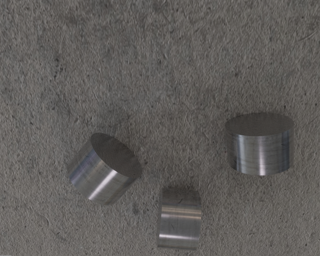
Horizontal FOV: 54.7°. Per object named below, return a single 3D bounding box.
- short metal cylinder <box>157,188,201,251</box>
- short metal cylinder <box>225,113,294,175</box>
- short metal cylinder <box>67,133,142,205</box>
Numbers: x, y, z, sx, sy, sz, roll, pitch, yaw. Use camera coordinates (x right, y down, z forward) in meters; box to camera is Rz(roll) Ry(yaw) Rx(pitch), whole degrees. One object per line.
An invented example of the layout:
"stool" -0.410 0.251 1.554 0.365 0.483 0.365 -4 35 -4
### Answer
"short metal cylinder" 0.024 0.125 0.427 0.050 0.080 0.079 6 110 -2
"short metal cylinder" 0.124 0.017 0.388 0.080 0.080 0.050 -8 110 3
"short metal cylinder" -0.070 0.051 0.399 0.080 0.080 0.050 38 106 -13
